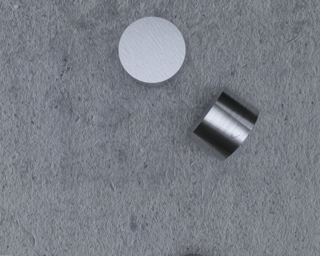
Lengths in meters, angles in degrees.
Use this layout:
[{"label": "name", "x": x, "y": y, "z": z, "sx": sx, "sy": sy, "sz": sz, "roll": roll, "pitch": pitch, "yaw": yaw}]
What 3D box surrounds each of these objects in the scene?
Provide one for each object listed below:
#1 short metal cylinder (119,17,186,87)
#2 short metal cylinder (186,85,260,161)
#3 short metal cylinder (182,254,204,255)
[{"label": "short metal cylinder", "x": -0.009, "y": -0.094, "z": 0.397, "sx": 0.081, "sy": 0.050, "sz": 0.080, "roll": 0, "pitch": 90, "yaw": 0}, {"label": "short metal cylinder", "x": 0.076, "y": -0.006, "z": 0.383, "sx": 0.050, "sy": 0.080, "sz": 0.080, "roll": 36, "pitch": 90, "yaw": 0}, {"label": "short metal cylinder", "x": 0.045, "y": 0.212, "z": 0.398, "sx": 0.081, "sy": 0.050, "sz": 0.080, "roll": 0, "pitch": 90, "yaw": 0}]
